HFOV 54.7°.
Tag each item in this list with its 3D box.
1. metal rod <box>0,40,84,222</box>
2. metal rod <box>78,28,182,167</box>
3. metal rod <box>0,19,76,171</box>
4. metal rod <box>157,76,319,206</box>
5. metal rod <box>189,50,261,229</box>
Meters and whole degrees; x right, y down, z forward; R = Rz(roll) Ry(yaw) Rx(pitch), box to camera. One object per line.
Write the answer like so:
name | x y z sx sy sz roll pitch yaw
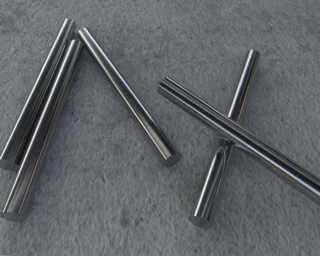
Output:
metal rod | -0.147 -0.022 0.419 0.025 0.025 0.300 2 50 2
metal rod | -0.058 -0.062 0.454 0.025 0.025 0.300 -23 54 -19
metal rod | -0.171 -0.071 0.460 0.025 0.025 0.300 3 50 2
metal rod | 0.120 0.030 0.353 0.300 0.025 0.025 37 59 17
metal rod | 0.096 -0.009 0.411 0.025 0.025 0.301 17 52 13
